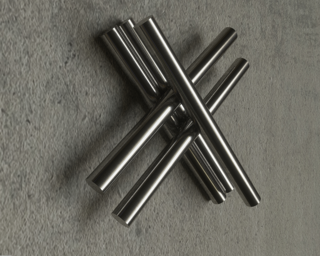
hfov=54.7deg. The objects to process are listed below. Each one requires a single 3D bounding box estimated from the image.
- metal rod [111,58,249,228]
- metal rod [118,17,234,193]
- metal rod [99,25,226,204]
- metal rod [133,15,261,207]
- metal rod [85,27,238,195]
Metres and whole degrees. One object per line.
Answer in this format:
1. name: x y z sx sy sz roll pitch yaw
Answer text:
1. metal rod: 0.042 0.001 0.411 0.301 0.025 0.025 -49 120 -29
2. metal rod: 0.032 -0.015 0.435 0.025 0.025 0.299 -50 120 -29
3. metal rod: 0.016 -0.001 0.422 0.025 0.025 0.299 -50 120 -29
4. metal rod: 0.060 -0.003 0.393 0.025 0.025 0.299 -51 120 -28
5. metal rod: 0.019 -0.040 0.391 0.301 0.025 0.025 -49 120 -29
